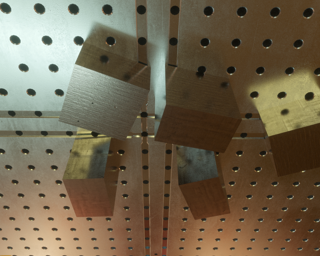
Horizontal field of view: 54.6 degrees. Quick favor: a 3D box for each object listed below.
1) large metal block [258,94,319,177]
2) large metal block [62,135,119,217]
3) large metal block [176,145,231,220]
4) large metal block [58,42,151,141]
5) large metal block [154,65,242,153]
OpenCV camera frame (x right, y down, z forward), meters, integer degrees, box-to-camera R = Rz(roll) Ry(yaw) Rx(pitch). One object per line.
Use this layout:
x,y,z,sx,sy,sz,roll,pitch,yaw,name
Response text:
0.182,0.011,0.406,0.080,0.050,0.080,-17,128,13,large metal block
-0.091,0.066,0.431,0.050,0.080,0.080,-2,130,1,large metal block
0.060,0.068,0.433,0.050,0.080,0.080,-14,129,12,large metal block
-0.064,-0.040,0.361,0.080,0.050,0.080,18,128,-15,large metal block
0.039,-0.023,0.356,0.080,0.080,0.050,11,129,-9,large metal block
